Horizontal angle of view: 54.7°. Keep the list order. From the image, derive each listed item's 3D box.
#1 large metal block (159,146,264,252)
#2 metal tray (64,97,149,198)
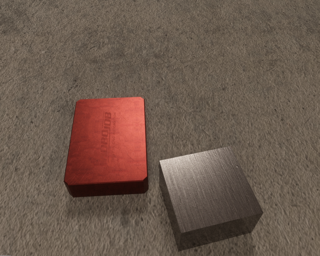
[{"bbox_3d":[0.048,0.073,0.327,0.081,0.050,0.080,-11,51,-9],"label":"large metal block"},{"bbox_3d":[-0.062,0.018,0.384,0.091,0.030,0.130,-2,50,-3],"label":"metal tray"}]
